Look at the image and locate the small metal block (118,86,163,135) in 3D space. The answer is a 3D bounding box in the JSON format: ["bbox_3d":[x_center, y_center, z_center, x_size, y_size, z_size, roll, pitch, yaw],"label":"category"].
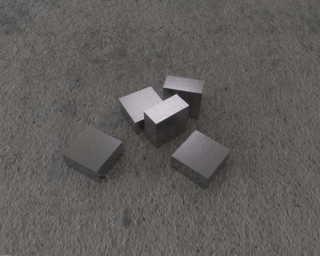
[{"bbox_3d":[-0.022,-0.025,0.424,0.050,0.025,0.050,-24,54,-19],"label":"small metal block"}]

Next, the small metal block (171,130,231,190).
[{"bbox_3d":[0.049,0.037,0.372,0.050,0.025,0.050,31,57,23],"label":"small metal block"}]

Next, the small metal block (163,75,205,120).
[{"bbox_3d":[0.031,-0.041,0.422,0.050,0.050,0.025,10,51,8],"label":"small metal block"}]

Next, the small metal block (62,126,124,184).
[{"bbox_3d":[-0.080,0.031,0.376,0.050,0.025,0.050,24,54,19],"label":"small metal block"}]

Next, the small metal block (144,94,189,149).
[{"bbox_3d":[0.008,-0.008,0.393,0.050,0.050,0.025,-30,56,-23],"label":"small metal block"}]
